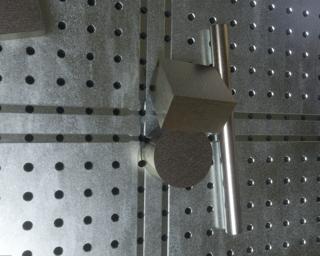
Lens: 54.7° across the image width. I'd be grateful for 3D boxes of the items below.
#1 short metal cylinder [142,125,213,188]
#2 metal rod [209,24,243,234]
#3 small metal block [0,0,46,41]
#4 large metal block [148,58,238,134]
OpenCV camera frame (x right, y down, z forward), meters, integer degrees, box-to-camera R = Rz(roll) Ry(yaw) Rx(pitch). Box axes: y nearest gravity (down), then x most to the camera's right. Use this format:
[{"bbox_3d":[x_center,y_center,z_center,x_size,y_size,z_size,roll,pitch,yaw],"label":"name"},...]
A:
[{"bbox_3d":[0.022,0.035,0.409,0.081,0.050,0.079,0,90,-20],"label":"short metal cylinder"},{"bbox_3d":[0.096,0.003,0.449,0.025,0.025,0.298,-6,92,-20],"label":"metal rod"},{"bbox_3d":[-0.162,-0.130,0.353,0.050,0.025,0.050,-13,95,-20],"label":"small metal block"},{"bbox_3d":[0.037,-0.041,0.391,0.081,0.080,0.050,5,131,-20],"label":"large metal block"}]
